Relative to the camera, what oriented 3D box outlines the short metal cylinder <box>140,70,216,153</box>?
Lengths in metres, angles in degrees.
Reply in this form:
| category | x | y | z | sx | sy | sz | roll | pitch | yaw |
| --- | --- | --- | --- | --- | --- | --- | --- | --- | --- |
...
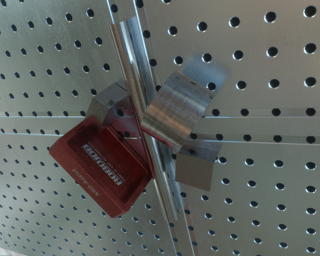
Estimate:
| category | x | y | z | sx | sy | sz | roll | pitch | yaw |
| --- | --- | --- | --- | --- | --- | --- | --- | --- | --- |
| short metal cylinder | 0.021 | -0.018 | 0.352 | 0.050 | 0.080 | 0.079 | 33 | 129 | 6 |

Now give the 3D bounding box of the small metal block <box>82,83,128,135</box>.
| category | x | y | z | sx | sy | sz | roll | pitch | yaw |
| --- | --- | --- | --- | --- | --- | --- | --- | --- | --- |
| small metal block | -0.073 | -0.026 | 0.414 | 0.025 | 0.050 | 0.050 | 36 | 129 | 4 |

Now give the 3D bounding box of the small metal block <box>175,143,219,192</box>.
| category | x | y | z | sx | sy | sz | roll | pitch | yaw |
| --- | --- | --- | --- | --- | --- | --- | --- | --- | --- |
| small metal block | 0.049 | 0.052 | 0.417 | 0.050 | 0.025 | 0.050 | 14 | 124 | 20 |

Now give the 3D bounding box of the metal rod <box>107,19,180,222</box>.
| category | x | y | z | sx | sy | sz | roll | pitch | yaw |
| --- | --- | --- | --- | --- | --- | --- | --- | --- | --- |
| metal rod | -0.015 | 0.008 | 0.422 | 0.025 | 0.025 | 0.298 | 0 | 119 | 28 |

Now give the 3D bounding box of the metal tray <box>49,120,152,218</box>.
| category | x | y | z | sx | sy | sz | roll | pitch | yaw |
| --- | --- | --- | --- | --- | --- | --- | --- | --- | --- |
| metal tray | -0.078 | 0.050 | 0.438 | 0.130 | 0.090 | 0.030 | 48 | 129 | -6 |
